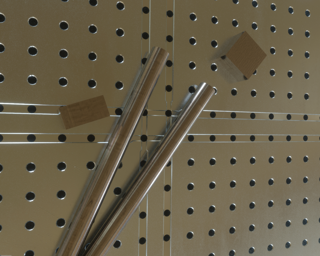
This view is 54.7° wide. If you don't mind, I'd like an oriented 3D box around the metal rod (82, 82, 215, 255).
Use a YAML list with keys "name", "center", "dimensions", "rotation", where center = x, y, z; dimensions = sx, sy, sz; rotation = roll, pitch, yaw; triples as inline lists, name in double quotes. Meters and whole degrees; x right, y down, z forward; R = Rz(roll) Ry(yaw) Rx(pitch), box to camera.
- name: "metal rod"
  center: [-0.017, 0.064, 0.406]
  dimensions: [0.025, 0.025, 0.300]
  rotation: [38, 78, -16]

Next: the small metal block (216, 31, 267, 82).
- name: "small metal block"
  center: [0.121, -0.105, 0.457]
  dimensions: [0.050, 0.025, 0.050]
  rotation: [43, 77, -15]

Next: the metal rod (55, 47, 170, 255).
- name: "metal rod"
  center: [-0.059, 0.034, 0.390]
  dimensions: [0.025, 0.025, 0.299]
  rotation: [27, 81, -18]

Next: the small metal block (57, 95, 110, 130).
- name: "small metal block"
  center: [-0.091, -0.018, 0.366]
  dimensions: [0.050, 0.050, 0.025]
  rotation: [-19, 97, -19]
